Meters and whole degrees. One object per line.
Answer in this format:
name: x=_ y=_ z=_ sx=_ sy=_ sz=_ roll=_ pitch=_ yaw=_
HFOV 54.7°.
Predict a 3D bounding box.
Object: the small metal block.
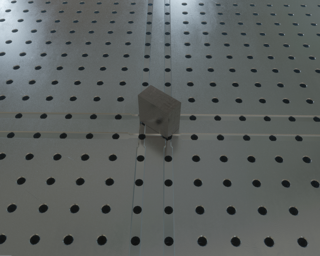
small metal block: x=-0.001 y=-0.021 z=0.409 sx=0.050 sy=0.050 sz=0.025 roll=33 pitch=57 yaw=24
